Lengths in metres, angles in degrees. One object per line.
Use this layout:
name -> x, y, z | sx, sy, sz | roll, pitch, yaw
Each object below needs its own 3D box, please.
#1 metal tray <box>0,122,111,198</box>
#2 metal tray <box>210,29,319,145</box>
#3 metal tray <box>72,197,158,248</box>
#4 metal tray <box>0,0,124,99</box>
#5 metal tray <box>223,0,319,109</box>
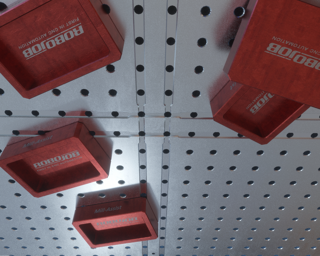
metal tray -> -0.149, 0.050, 0.448 | 0.130, 0.030, 0.090 | -18, 128, 14
metal tray -> 0.135, -0.044, 0.372 | 0.090, 0.030, 0.129 | 25, 126, -21
metal tray -> -0.077, 0.171, 0.552 | 0.131, 0.030, 0.090 | -11, 130, 9
metal tray -> -0.116, -0.093, 0.327 | 0.130, 0.030, 0.090 | -20, 128, 15
metal tray -> 0.143, -0.075, 0.317 | 0.131, 0.030, 0.089 | 17, 109, -5
